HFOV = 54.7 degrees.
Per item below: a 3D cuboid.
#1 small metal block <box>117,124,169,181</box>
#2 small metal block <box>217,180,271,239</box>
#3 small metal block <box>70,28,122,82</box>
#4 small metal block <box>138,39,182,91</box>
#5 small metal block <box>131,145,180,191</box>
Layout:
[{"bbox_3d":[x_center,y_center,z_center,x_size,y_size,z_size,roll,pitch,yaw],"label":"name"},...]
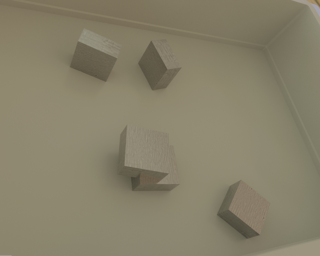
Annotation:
[{"bbox_3d":[-0.018,0.028,0.347,0.050,0.025,0.050,13,56,-20],"label":"small metal block"},{"bbox_3d":[0.109,0.105,0.400,0.050,0.025,0.050,39,51,-2],"label":"small metal block"},{"bbox_3d":[-0.084,-0.093,0.401,0.050,0.050,0.025,21,54,-16],"label":"small metal block"},{"bbox_3d":[-0.001,-0.090,0.444,0.025,0.050,0.050,-16,70,-34],"label":"small metal block"},{"bbox_3d":[-0.008,0.048,0.372,0.050,0.025,0.050,5,59,-26],"label":"small metal block"}]
